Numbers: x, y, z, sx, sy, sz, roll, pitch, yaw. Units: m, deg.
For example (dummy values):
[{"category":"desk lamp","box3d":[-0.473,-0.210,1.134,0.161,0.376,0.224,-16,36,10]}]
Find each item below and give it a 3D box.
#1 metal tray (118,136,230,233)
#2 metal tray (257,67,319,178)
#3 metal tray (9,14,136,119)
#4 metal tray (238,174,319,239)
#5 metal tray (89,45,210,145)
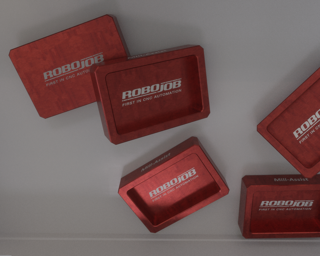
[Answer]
[{"category":"metal tray","box3d":[0.019,0.082,0.438,0.130,0.030,0.090,-32,107,11]},{"category":"metal tray","box3d":[0.199,-0.013,0.383,0.130,0.030,0.090,-46,75,15]},{"category":"metal tray","box3d":[-0.102,-0.074,0.380,0.131,0.030,0.090,-18,109,6]},{"category":"metal tray","box3d":[0.185,0.115,0.452,0.131,0.030,0.089,-1,110,0]},{"category":"metal tray","box3d":[-0.008,-0.042,0.366,0.131,0.030,0.089,-17,111,-19]}]
